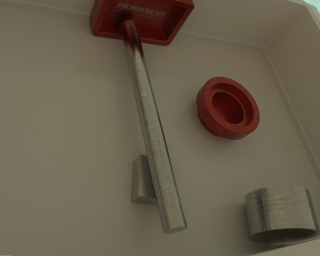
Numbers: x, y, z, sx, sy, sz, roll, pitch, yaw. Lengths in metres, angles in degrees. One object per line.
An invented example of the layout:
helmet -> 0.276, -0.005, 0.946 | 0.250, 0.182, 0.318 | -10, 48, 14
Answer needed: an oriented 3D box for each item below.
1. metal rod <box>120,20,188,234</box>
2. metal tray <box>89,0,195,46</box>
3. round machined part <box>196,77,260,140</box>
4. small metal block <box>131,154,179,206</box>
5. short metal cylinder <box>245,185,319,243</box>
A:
metal rod -> -0.016, -0.023, 0.385 | 0.025, 0.025, 0.299 | 3, 56, -27
metal tray -> -0.027, -0.168, 0.453 | 0.131, 0.090, 0.030 | 0, 62, -29
round machined part -> 0.096, -0.025, 0.464 | 0.099, 0.042, 0.098 | 14, 56, -21
small metal block -> -0.005, 0.063, 0.366 | 0.050, 0.025, 0.050 | 13, 56, -21
short metal cylinder -> 0.150, 0.109, 0.387 | 0.081, 0.080, 0.050 | 14, 56, -21
